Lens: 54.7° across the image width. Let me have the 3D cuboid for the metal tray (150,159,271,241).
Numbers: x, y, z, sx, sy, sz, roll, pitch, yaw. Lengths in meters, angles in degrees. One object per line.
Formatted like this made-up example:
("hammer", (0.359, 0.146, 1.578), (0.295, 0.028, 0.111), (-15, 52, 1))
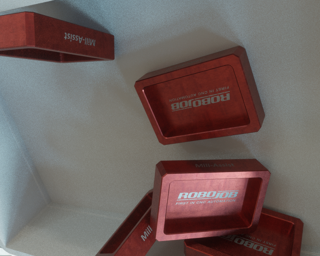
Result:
("metal tray", (0.058, 0.084, 0.368), (0.131, 0.030, 0.089), (0, 111, -15))

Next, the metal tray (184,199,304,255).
("metal tray", (0.106, 0.140, 0.394), (0.130, 0.090, 0.030), (14, 134, 20))

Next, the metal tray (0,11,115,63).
("metal tray", (-0.123, -0.095, 0.344), (0.090, 0.131, 0.030), (3, 97, 26))

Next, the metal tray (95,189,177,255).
("metal tray", (-0.026, 0.135, 0.422), (0.030, 0.131, 0.090), (45, 147, -3))

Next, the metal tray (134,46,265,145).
("metal tray", (0.044, -0.032, 0.361), (0.130, 0.030, 0.090), (-10, 114, 32))
